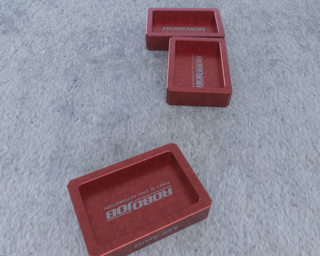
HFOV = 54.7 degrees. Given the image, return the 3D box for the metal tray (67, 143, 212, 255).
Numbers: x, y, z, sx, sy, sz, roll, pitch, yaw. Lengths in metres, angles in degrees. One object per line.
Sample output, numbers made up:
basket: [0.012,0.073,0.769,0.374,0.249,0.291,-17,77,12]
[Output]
metal tray: [-0.023,0.077,0.334,0.131,0.030,0.090,-20,53,-16]

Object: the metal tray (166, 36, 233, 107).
metal tray: [0.057,-0.090,0.475,0.091,0.030,0.130,3,50,1]

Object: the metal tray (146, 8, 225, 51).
metal tray: [0.042,-0.176,0.548,0.131,0.030,0.090,0,50,0]
